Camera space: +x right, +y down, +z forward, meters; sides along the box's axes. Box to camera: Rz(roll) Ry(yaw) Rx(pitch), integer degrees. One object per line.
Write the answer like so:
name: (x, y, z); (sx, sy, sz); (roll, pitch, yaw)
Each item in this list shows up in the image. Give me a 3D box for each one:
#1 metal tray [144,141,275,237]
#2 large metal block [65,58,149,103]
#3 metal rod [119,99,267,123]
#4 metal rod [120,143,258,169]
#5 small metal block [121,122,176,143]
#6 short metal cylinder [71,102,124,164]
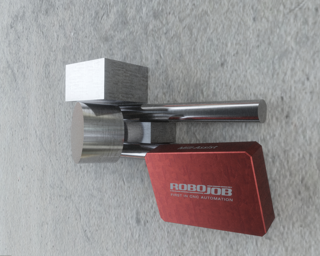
metal tray: (0.050, 0.064, 0.342); (0.130, 0.030, 0.089); (-5, 105, 38)
large metal block: (-0.072, -0.061, 0.429); (0.080, 0.081, 0.050); (1, 91, 39)
metal rod: (-0.010, -0.020, 0.413); (0.300, 0.025, 0.025); (1, 91, 39)
metal rod: (-0.014, 0.031, 0.416); (0.300, 0.025, 0.025); (0, 90, 39)
small metal block: (-0.014, 0.005, 0.399); (0.050, 0.050, 0.025); (1, 91, 39)
short metal cylinder: (-0.085, 0.007, 0.412); (0.080, 0.050, 0.080); (-8, 81, 63)
